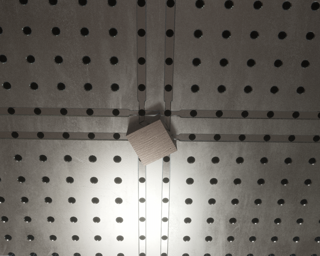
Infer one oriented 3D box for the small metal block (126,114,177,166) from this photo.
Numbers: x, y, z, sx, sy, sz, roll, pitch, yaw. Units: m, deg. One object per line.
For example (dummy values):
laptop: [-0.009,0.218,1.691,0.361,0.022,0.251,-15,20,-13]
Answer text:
small metal block: [-0.011,0.016,0.419,0.050,0.025,0.050,-26,108,9]
